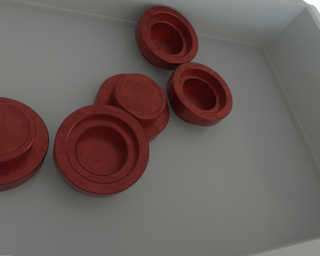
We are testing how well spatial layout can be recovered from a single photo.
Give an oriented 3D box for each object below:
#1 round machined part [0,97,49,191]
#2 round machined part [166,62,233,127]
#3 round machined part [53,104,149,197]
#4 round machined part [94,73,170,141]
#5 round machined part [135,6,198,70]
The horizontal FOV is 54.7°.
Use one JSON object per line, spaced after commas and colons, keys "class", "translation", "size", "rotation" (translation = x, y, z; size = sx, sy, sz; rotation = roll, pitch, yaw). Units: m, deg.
{"class": "round machined part", "translation": [-0.160, 0.010, 0.303], "size": [0.099, 0.042, 0.098], "rotation": [14, 56, -21]}
{"class": "round machined part", "translation": [0.053, -0.044, 0.452], "size": [0.099, 0.042, 0.098], "rotation": [14, 56, -21]}
{"class": "round machined part", "translation": [-0.065, 0.027, 0.338], "size": [0.099, 0.042, 0.098], "rotation": [8, 66, -19]}
{"class": "round machined part", "translation": [-0.031, -0.031, 0.398], "size": [0.099, 0.042, 0.098], "rotation": [14, 56, -21]}
{"class": "round machined part", "translation": [0.006, -0.132, 0.473], "size": [0.099, 0.042, 0.098], "rotation": [11, 67, -26]}
